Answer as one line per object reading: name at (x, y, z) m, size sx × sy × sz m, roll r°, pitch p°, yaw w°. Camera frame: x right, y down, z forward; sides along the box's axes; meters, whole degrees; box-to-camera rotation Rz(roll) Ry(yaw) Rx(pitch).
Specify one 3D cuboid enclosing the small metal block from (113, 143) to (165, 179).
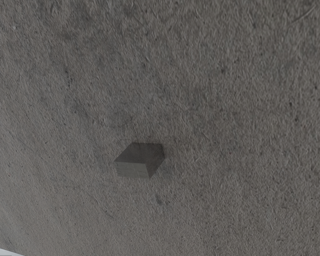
small metal block at (-0.028, 0.045, 0.434) m, size 0.050 × 0.050 × 0.025 m, roll 1°, pitch 119°, yaw 28°
